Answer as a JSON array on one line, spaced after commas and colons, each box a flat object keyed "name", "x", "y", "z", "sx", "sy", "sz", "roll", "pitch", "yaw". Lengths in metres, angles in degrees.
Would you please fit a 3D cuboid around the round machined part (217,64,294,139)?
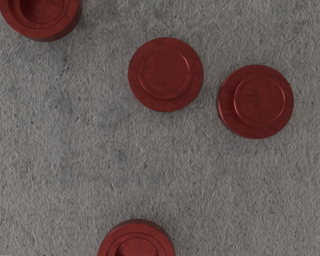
[{"name": "round machined part", "x": 0.126, "y": -0.034, "z": 0.402, "sx": 0.099, "sy": 0.042, "sz": 0.097, "roll": 0, "pitch": 90, "yaw": 0}]

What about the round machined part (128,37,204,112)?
[{"name": "round machined part", "x": 0.008, "y": -0.070, "z": 0.401, "sx": 0.099, "sy": 0.042, "sz": 0.097, "roll": 0, "pitch": 90, "yaw": 0}]

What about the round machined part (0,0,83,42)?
[{"name": "round machined part", "x": -0.149, "y": -0.159, "z": 0.400, "sx": 0.099, "sy": 0.042, "sz": 0.097, "roll": 0, "pitch": 90, "yaw": 0}]

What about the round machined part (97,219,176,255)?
[{"name": "round machined part", "x": -0.029, "y": 0.166, "z": 0.401, "sx": 0.099, "sy": 0.042, "sz": 0.097, "roll": 0, "pitch": 90, "yaw": 0}]
